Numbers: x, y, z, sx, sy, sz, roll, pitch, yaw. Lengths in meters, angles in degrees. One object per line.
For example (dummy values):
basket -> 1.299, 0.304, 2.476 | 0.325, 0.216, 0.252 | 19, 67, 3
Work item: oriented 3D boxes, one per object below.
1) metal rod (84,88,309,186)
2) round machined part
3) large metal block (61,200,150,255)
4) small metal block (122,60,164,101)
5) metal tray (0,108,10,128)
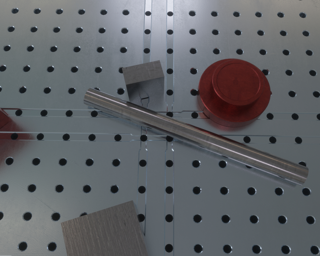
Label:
metal rod -> 0.041, 0.009, 0.408 | 0.301, 0.025, 0.025 | 20, 71, 7
round machined part -> 0.102, -0.054, 0.423 | 0.099, 0.042, 0.098 | 0, 70, 0
large metal block -> -0.057, 0.135, 0.349 | 0.081, 0.050, 0.080 | -16, 71, -6
small metal block -> -0.022, -0.063, 0.421 | 0.050, 0.050, 0.025 | -13, 71, -5
metal tray -> -0.261, 0.007, 0.372 | 0.030, 0.090, 0.130 | 43, 75, 14
